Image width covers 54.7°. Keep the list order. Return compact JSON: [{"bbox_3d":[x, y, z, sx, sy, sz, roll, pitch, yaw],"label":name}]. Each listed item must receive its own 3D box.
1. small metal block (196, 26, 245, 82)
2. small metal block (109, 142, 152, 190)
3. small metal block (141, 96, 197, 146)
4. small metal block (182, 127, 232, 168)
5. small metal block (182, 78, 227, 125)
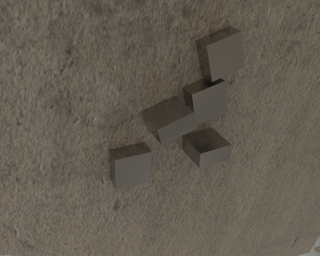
[{"bbox_3d":[0.077,-0.094,0.393,0.050,0.025,0.050,-26,128,-13],"label":"small metal block"},{"bbox_3d":[-0.040,0.051,0.418,0.050,0.025,0.050,-11,123,-23],"label":"small metal block"},{"bbox_3d":[0.011,-0.011,0.392,0.050,0.050,0.025,-26,128,-12],"label":"small metal block"},{"bbox_3d":[0.066,0.027,0.446,0.050,0.050,0.025,-14,124,-21],"label":"small metal block"},{"bbox_3d":[0.061,-0.038,0.419,0.050,0.025,0.050,-24,127,-14],"label":"small metal block"}]
